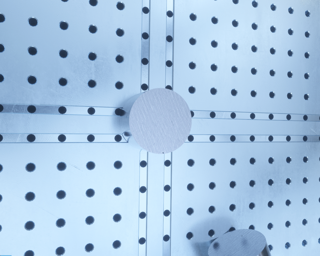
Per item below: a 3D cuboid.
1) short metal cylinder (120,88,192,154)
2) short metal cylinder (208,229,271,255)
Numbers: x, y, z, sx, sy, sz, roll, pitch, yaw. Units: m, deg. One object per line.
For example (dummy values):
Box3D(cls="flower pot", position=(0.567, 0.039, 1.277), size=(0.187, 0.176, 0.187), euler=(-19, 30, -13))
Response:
Box3D(cls="short metal cylinder", position=(-0.007, -0.009, 0.397), size=(0.081, 0.050, 0.079), euler=(0, 90, -20))
Box3D(cls="short metal cylinder", position=(0.113, 0.183, 0.425), size=(0.081, 0.080, 0.050), euler=(-22, 98, -19))
